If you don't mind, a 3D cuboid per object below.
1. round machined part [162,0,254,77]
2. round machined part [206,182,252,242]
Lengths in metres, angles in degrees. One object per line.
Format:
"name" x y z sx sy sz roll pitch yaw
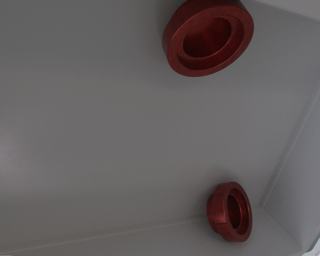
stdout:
"round machined part" 0.049 -0.105 0.343 0.099 0.042 0.098 -14 149 -9
"round machined part" 0.115 0.143 0.525 0.042 0.098 0.098 -19 141 37
